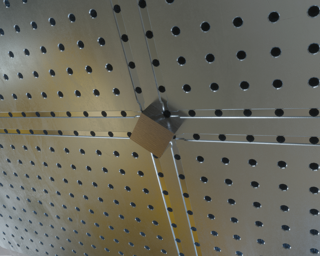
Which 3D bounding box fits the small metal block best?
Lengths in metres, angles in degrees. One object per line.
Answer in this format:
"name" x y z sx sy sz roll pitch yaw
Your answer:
"small metal block" -0.007 0.005 0.418 0.050 0.025 0.050 33 129 6
